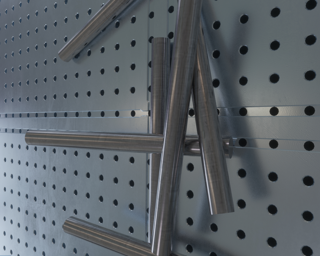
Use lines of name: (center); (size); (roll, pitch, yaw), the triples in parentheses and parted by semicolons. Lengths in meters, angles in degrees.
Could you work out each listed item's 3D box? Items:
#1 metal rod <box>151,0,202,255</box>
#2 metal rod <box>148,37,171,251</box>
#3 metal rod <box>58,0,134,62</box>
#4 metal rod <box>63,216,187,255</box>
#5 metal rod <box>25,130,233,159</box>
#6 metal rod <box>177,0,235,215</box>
metal rod: (0.017, -0.003, 0.342); (0.025, 0.025, 0.298); (13, 101, 39)
metal rod: (-0.001, 0.033, 0.411); (0.025, 0.025, 0.298); (2, 91, 40)
metal rod: (-0.063, -0.186, 0.462); (0.299, 0.025, 0.025); (-29, 72, 36)
metal rod: (-0.005, 0.159, 0.383); (0.300, 0.025, 0.025); (7, 95, 30)
metal rod: (-0.058, 0.018, 0.408); (0.300, 0.025, 0.025); (2, 91, 24)
metal rod: (0.045, -0.058, 0.349); (0.025, 0.025, 0.299); (-19, 71, 38)
